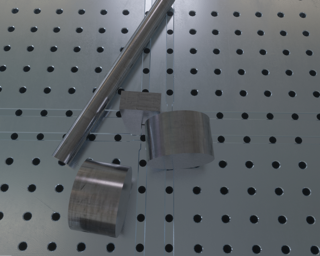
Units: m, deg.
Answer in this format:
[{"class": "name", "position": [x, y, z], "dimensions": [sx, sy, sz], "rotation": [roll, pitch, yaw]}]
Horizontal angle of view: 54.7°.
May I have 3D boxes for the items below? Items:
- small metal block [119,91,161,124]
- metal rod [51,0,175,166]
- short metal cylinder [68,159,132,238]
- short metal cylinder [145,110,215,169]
[{"class": "small metal block", "position": [-0.024, -0.025, 0.408], "dimensions": [0.050, 0.050, 0.025], "rotation": [4, 70, 1]}, {"class": "metal rod", "position": [-0.057, -0.082, 0.441], "dimensions": [0.025, 0.025, 0.300], "rotation": [27, 72, 9]}, {"class": "short metal cylinder", "position": [-0.065, 0.079, 0.353], "dimensions": [0.050, 0.080, 0.080], "rotation": [9, 70, 3]}, {"class": "short metal cylinder", "position": [0.023, 0.017, 0.377], "dimensions": [0.081, 0.080, 0.050], "rotation": [-4, 70, -2]}]
